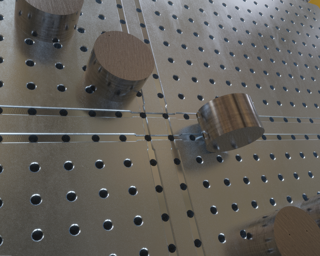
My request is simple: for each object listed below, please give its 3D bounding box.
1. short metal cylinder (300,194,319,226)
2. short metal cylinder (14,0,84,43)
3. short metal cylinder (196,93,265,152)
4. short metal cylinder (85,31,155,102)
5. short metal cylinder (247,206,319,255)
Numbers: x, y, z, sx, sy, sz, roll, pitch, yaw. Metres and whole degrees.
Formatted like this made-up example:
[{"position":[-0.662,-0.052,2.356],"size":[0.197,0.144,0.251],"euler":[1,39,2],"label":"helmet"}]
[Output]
[{"position":[0.252,0.132,0.447],"size":[0.081,0.050,0.080],"euler":[14,56,-21],"label":"short metal cylinder"},{"position":[-0.147,-0.161,0.411],"size":[0.081,0.050,0.080],"euler":[14,56,-21],"label":"short metal cylinder"},{"position":[0.096,-0.005,0.427],"size":[0.081,0.080,0.050],"euler":[0,62,-28],"label":"short metal cylinder"},{"position":[-0.054,-0.081,0.412],"size":[0.081,0.050,0.080],"euler":[14,56,-21],"label":"short metal cylinder"},{"position":[0.158,0.144,0.389],"size":[0.081,0.050,0.080],"euler":[14,56,-21],"label":"short metal cylinder"}]
